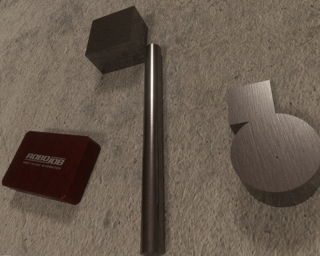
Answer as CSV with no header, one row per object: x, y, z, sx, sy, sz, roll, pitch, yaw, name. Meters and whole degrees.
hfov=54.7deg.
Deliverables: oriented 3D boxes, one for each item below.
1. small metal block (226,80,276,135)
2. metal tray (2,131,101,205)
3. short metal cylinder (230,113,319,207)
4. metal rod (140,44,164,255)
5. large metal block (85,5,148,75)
0.107,-0.023,0.362,0.050,0.025,0.050,-11,57,21,small metal block
-0.158,0.054,0.449,0.130,0.030,0.090,4,63,29,metal tray
0.116,0.032,0.307,0.080,0.050,0.080,-13,56,20,short metal cylinder
-0.009,0.005,0.404,0.025,0.025,0.299,-14,56,20,metal rod
-0.069,-0.144,0.510,0.080,0.050,0.080,-11,57,22,large metal block
